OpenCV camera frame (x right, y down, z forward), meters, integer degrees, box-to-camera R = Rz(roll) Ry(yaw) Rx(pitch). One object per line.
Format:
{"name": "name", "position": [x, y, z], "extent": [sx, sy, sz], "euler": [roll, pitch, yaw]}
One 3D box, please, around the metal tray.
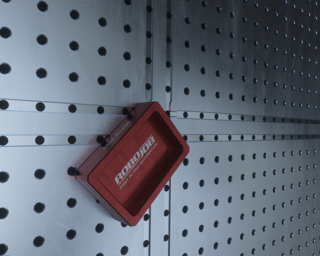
{"name": "metal tray", "position": [-0.027, 0.041, 0.382], "extent": [0.130, 0.030, 0.090], "euler": [-51, 120, -28]}
